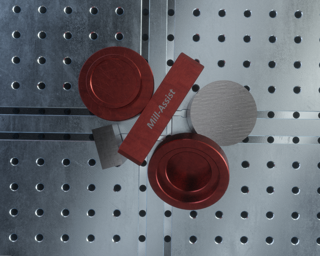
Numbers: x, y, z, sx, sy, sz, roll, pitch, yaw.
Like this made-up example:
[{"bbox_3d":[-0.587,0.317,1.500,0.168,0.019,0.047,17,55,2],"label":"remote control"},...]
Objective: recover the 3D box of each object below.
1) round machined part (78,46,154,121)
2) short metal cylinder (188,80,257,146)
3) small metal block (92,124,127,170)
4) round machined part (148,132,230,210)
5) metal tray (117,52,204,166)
[{"bbox_3d":[-0.057,-0.057,0.400,0.099,0.042,0.097,0,90,0],"label":"round machined part"},{"bbox_3d":[0.077,-0.018,0.397,0.081,0.050,0.079,0,90,0],"label":"short metal cylinder"},{"bbox_3d":[-0.063,0.023,0.396,0.025,0.050,0.050,-15,90,0],"label":"small metal block"},{"bbox_3d":[0.037,0.050,0.390,0.098,0.042,0.097,4,112,9],"label":"round machined part"},{"bbox_3d":[0.001,-0.021,0.377,0.030,0.090,0.130,33,90,0],"label":"metal tray"}]
